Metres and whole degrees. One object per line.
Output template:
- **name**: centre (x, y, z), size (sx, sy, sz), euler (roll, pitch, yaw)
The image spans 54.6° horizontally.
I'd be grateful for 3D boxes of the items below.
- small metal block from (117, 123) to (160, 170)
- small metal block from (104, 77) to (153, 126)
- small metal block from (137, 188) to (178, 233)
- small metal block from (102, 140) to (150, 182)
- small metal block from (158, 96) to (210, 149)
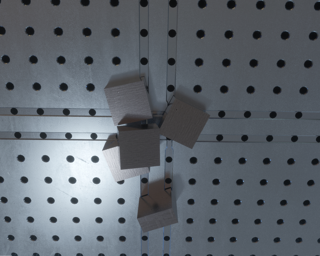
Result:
- **small metal block**: centre (-0.027, 0.023, 0.395), size (0.050, 0.025, 0.050), euler (-4, 106, -12)
- **small metal block**: centre (-0.039, -0.035, 0.400), size (0.050, 0.025, 0.050), euler (-12, 110, 4)
- **small metal block**: centre (-0.003, 0.117, 0.443), size (0.050, 0.050, 0.025), euler (-18, 109, 6)
- **small metal block**: centre (-0.045, 0.041, 0.428), size (0.050, 0.025, 0.050), euler (-17, 109, 6)
- **small metal block**: centre (0.030, -0.008, 0.407), size (0.050, 0.025, 0.050), euler (25, 100, -9)
